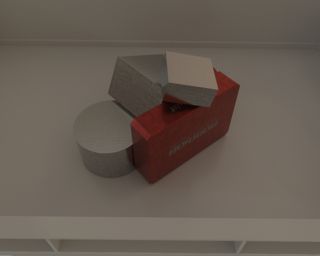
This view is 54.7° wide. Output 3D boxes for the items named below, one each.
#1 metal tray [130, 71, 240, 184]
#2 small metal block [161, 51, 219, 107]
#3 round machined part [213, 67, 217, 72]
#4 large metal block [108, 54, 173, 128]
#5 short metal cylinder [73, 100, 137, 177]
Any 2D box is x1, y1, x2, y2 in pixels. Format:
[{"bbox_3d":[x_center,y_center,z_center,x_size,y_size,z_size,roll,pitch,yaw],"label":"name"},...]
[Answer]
[{"bbox_3d":[0.030,0.000,0.361,0.131,0.089,0.030,-31,56,-24],"label":"metal tray"},{"bbox_3d":[0.029,-0.051,0.322,0.050,0.025,0.050,7,48,-12],"label":"small metal block"},{"bbox_3d":[0.047,-0.060,0.443,0.099,0.042,0.098,0,50,0],"label":"round machined part"},{"bbox_3d":[-0.003,-0.049,0.382,0.080,0.050,0.081,39,35,27],"label":"large metal block"},{"bbox_3d":[-0.059,0.012,0.375,0.081,0.050,0.080,0,50,0],"label":"short metal cylinder"}]
